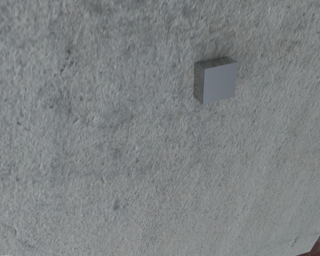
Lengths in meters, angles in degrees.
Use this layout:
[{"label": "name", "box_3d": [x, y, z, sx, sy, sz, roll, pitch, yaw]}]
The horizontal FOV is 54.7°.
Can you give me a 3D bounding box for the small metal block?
[{"label": "small metal block", "box_3d": [0.073, -0.063, 0.410, 0.050, 0.025, 0.050, -16, 125, -20]}]
